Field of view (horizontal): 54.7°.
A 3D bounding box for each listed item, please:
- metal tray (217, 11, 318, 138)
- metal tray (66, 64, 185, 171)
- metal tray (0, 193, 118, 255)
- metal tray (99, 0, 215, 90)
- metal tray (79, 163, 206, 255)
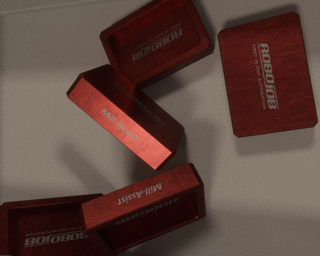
[{"bbox_3d":[0.124,-0.059,0.364,0.090,0.030,0.129,-10,87,19],"label":"metal tray"},{"bbox_3d":[-0.034,-0.017,0.366,0.130,0.090,0.030,40,111,-4],"label":"metal tray"},{"bbox_3d":[-0.127,0.133,0.386,0.030,0.131,0.090,-62,38,41],"label":"metal tray"},{"bbox_3d":[-0.006,-0.113,0.409,0.130,0.030,0.090,-25,82,18],"label":"metal tray"},{"bbox_3d":[-0.014,0.096,0.354,0.131,0.090,0.030,-20,51,-6],"label":"metal tray"}]
